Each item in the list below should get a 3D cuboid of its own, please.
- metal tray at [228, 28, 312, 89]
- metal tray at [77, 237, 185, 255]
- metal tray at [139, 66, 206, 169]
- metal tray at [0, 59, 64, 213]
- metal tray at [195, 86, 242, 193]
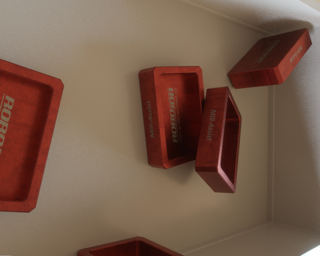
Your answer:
[{"bbox_3d":[0.186,-0.117,0.523,0.131,0.090,0.030,-45,118,-31],"label":"metal tray"},{"bbox_3d":[-0.018,0.154,0.325,0.091,0.130,0.030,3,88,-40],"label":"metal tray"},{"bbox_3d":[0.022,-0.017,0.423,0.091,0.030,0.129,-11,97,-40],"label":"metal tray"},{"bbox_3d":[-0.148,0.006,0.279,0.091,0.030,0.129,17,79,-39],"label":"metal tray"},{"bbox_3d":[0.088,0.017,0.443,0.090,0.030,0.130,49,46,-49],"label":"metal tray"}]
